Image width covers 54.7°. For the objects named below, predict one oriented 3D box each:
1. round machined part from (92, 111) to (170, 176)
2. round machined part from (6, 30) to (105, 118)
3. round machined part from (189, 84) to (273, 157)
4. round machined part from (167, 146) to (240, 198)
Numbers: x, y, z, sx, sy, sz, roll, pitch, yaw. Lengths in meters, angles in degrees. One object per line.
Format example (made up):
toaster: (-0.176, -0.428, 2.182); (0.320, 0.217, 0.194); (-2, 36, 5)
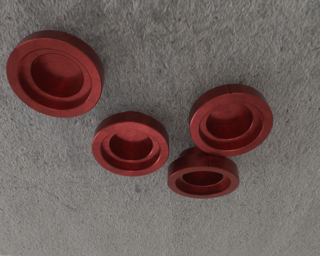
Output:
round machined part: (-0.037, 0.017, 0.410); (0.099, 0.042, 0.097); (0, 130, 0)
round machined part: (-0.111, -0.062, 0.342); (0.099, 0.042, 0.097); (0, 130, 0)
round machined part: (0.084, -0.014, 0.384); (0.099, 0.042, 0.097); (-1, 129, 0)
round machined part: (0.060, 0.061, 0.439); (0.099, 0.042, 0.098); (2, 144, 2)
